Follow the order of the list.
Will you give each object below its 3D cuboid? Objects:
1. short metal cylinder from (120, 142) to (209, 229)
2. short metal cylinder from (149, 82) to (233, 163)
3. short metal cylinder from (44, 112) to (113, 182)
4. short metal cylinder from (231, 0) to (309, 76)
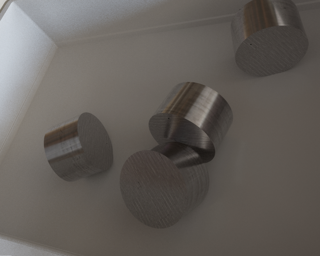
[{"bbox_3d":[0.005,0.058,0.328,0.080,0.050,0.079,5,100,32],"label":"short metal cylinder"},{"bbox_3d":[0.035,-0.005,0.349,0.080,0.080,0.050,12,53,33],"label":"short metal cylinder"},{"bbox_3d":[-0.105,0.025,0.410,0.050,0.080,0.080,-21,54,16],"label":"short metal cylinder"},{"bbox_3d":[0.128,-0.107,0.369,0.080,0.080,0.050,-13,57,21],"label":"short metal cylinder"}]
